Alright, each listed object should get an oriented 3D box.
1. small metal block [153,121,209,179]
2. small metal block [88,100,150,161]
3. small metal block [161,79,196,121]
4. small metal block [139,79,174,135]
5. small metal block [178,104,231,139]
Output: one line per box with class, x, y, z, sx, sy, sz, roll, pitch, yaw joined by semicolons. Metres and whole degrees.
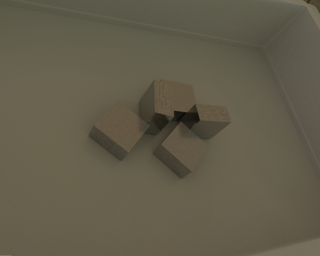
small metal block;0.028;0.028;0.402;0.050;0.025;0.050;42;51;0
small metal block;-0.049;0.003;0.376;0.050;0.025;0.050;39;51;-3
small metal block;0.023;-0.038;0.440;0.050;0.025;0.050;6;59;-25
small metal block;-0.006;-0.026;0.401;0.025;0.050;0.050;12;57;-22
small metal block;0.060;-0.008;0.426;0.050;0.050;0.025;3;61;-27
